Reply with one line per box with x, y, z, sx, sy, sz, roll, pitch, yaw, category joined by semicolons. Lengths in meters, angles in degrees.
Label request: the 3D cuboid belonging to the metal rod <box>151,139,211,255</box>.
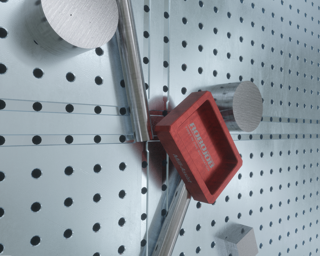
0.011;0.147;0.421;0.025;0.025;0.300;35;68;-35;metal rod

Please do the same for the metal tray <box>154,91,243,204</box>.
0.058;0.026;0.422;0.090;0.030;0.130;-43;116;-31;metal tray

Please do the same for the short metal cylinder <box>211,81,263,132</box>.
0.121;-0.033;0.497;0.081;0.050;0.079;0;90;-40;short metal cylinder

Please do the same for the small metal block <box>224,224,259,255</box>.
0.140;0.203;0.530;0.050;0.025;0.050;-25;106;-37;small metal block

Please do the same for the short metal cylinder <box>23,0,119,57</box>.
-0.091;-0.117;0.318;0.081;0.050;0.079;0;90;-40;short metal cylinder

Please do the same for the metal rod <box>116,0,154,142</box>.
-0.043;-0.131;0.373;0.025;0.025;0.298;-15;100;-39;metal rod
